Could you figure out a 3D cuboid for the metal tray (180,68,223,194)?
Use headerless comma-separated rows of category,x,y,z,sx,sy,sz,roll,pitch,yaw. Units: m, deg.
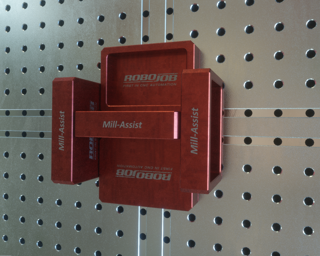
metal tray,0.050,0.003,0.359,0.030,0.090,0.129,1,90,20

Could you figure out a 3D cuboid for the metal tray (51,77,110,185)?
metal tray,-0.102,0.003,0.412,0.030,0.090,0.129,1,90,20

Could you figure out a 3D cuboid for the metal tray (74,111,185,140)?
metal tray,-0.027,-0.004,0.385,0.130,0.090,0.030,1,91,19

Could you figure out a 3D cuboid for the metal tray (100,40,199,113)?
metal tray,-0.015,-0.064,0.414,0.130,0.030,0.089,1,90,19

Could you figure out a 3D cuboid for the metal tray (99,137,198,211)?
metal tray,-0.017,0.057,0.413,0.130,0.030,0.089,1,90,19
